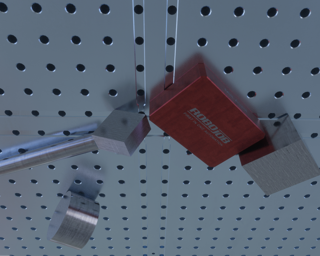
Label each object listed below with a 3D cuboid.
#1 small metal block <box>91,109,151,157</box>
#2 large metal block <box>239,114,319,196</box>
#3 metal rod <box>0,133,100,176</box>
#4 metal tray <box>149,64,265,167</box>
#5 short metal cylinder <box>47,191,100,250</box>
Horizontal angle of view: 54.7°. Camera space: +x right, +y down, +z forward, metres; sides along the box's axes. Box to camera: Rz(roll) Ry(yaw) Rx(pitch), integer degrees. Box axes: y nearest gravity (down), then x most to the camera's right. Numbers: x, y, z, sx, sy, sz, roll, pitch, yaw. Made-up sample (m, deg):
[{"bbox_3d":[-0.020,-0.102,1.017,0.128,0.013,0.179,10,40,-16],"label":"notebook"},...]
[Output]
[{"bbox_3d":[-0.047,0.005,0.387,0.050,0.050,0.025,10,137,30],"label":"small metal block"},{"bbox_3d":[0.164,0.040,0.432,0.080,0.050,0.080,-30,125,22],"label":"large metal block"},{"bbox_3d":[-0.227,0.056,0.455,0.301,0.025,0.025,-15,129,12],"label":"metal rod"},{"bbox_3d":[0.061,-0.010,0.401,0.090,0.030,0.130,-37,122,26],"label":"metal tray"},{"bbox_3d":[-0.140,0.148,0.500,0.050,0.080,0.080,29,124,-23],"label":"short metal cylinder"}]
